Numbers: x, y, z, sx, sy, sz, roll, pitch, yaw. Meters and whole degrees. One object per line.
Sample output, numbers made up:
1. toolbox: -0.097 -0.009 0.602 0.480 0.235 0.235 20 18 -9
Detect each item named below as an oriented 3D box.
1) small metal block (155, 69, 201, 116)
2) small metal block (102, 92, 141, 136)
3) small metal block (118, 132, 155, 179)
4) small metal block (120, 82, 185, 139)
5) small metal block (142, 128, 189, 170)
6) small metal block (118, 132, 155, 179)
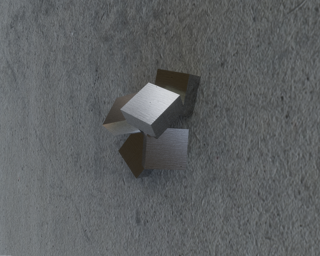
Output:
1. small metal block: 0.019 -0.045 0.389 0.050 0.025 0.050 18 101 38
2. small metal block: -0.044 -0.020 0.424 0.050 0.025 0.050 -10 46 39
3. small metal block: -0.023 0.033 0.424 0.050 0.025 0.050 -52 60 27
4. small metal block: -0.008 -0.021 0.361 0.050 0.025 0.050 27 63 36
5. small metal block: 0.006 0.024 0.381 0.025 0.050 0.050 -164 78 -77
6. small metal block: -0.023 0.033 0.424 0.050 0.025 0.050 -52 60 27
